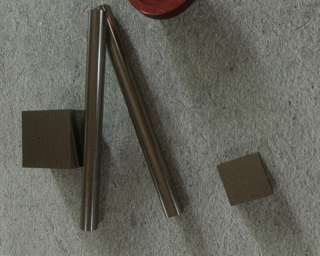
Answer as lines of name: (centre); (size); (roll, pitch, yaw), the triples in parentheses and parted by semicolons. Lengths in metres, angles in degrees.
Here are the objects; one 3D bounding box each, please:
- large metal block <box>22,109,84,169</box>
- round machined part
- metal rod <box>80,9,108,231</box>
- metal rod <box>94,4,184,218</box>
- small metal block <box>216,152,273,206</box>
large metal block: (-0.148, 0.015, 0.446); (0.080, 0.050, 0.079); (-1, 90, 19)
round machined part: (0.006, -0.187, 0.397); (0.098, 0.042, 0.097); (0, 90, 19)
metal rod: (-0.092, -0.005, 0.425); (0.025, 0.025, 0.298); (6, 98, 19)
metal rod: (-0.031, -0.027, 0.418); (0.025, 0.025, 0.299); (-22, 83, 18)
small metal block: (0.102, 0.061, 0.373); (0.050, 0.025, 0.050); (-21, 83, 18)
